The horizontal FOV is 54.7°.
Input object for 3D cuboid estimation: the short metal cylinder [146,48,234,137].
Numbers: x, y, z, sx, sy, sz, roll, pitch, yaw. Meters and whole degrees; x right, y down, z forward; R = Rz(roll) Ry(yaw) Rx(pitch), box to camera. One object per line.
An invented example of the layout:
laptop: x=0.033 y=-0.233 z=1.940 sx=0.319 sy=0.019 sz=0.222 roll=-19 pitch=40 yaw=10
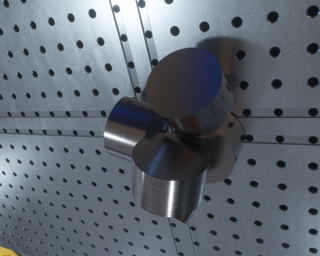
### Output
short metal cylinder: x=0.032 y=-0.037 z=0.327 sx=0.080 sy=0.080 sz=0.050 roll=2 pitch=159 yaw=27

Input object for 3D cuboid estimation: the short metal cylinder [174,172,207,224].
short metal cylinder: x=0.015 y=0.084 z=0.412 sx=0.080 sy=0.050 sz=0.080 roll=31 pitch=171 yaw=6

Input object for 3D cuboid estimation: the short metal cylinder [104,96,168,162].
short metal cylinder: x=-0.027 y=0.004 z=0.392 sx=0.050 sy=0.080 sz=0.079 roll=17 pitch=125 yaw=18

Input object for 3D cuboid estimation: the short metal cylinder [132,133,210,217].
short metal cylinder: x=0.010 y=0.048 z=0.334 sx=0.080 sy=0.080 sz=0.050 roll=16 pitch=125 yaw=19

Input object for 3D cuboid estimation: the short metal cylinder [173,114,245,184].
short metal cylinder: x=0.057 y=0.020 z=0.376 sx=0.080 sy=0.050 sz=0.079 roll=13 pitch=123 yaw=21
